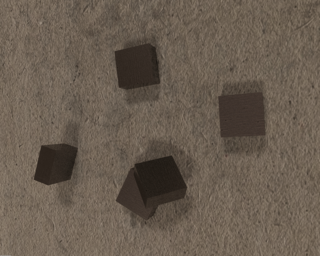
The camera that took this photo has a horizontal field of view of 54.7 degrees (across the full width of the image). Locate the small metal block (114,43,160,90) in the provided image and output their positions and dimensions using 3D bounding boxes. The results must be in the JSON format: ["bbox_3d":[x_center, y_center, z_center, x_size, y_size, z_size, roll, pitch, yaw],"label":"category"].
[{"bbox_3d":[-0.030,-0.082,0.419,0.050,0.025,0.050,-8,87,19],"label":"small metal block"}]

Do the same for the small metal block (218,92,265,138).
[{"bbox_3d":[0.099,-0.015,0.374,0.050,0.025,0.050,-4,89,19],"label":"small metal block"}]

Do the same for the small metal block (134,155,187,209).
[{"bbox_3d":[-0.001,0.066,0.385,0.050,0.025,0.050,-11,50,-18],"label":"small metal block"}]

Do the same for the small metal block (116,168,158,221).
[{"bbox_3d":[-0.024,0.087,0.416,0.050,0.025,0.050,28,99,17],"label":"small metal block"}]

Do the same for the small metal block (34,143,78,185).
[{"bbox_3d":[-0.149,0.051,0.447,0.025,0.050,0.050,16,95,19],"label":"small metal block"}]
